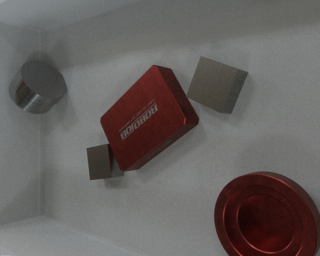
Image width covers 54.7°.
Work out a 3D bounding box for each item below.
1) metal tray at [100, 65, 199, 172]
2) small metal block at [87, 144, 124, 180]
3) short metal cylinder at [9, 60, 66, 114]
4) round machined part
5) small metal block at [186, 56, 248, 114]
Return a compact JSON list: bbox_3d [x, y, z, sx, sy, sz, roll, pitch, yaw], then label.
[{"bbox_3d":[-0.020,-0.010,0.418,0.129,0.030,0.090,-40,66,32],"label":"metal tray"},{"bbox_3d":[-0.084,0.052,0.474,0.050,0.025,0.050,-13,82,39],"label":"small metal block"},{"bbox_3d":[-0.214,-0.071,0.544,0.050,0.081,0.080,-37,67,33],"label":"short metal cylinder"},{"bbox_3d":[0.107,0.092,0.306,0.098,0.042,0.097,0,90,39],"label":"round machined part"},{"bbox_3d":[0.064,-0.049,0.353,0.050,0.025,0.050,30,109,35],"label":"small metal block"}]
